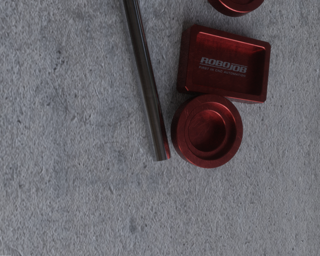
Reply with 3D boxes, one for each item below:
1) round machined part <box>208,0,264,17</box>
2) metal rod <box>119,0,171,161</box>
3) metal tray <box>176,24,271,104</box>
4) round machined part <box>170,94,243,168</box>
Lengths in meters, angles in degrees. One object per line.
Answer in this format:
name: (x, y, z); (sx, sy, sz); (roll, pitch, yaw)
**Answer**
round machined part: (0.101, -0.206, 0.438); (0.099, 0.042, 0.097); (0, 90, -21)
metal rod: (-0.028, -0.104, 0.399); (0.025, 0.025, 0.298); (-14, 95, -20)
metal tray: (0.093, -0.087, 0.441); (0.131, 0.030, 0.089); (6, 88, -20)
round machined part: (0.060, 0.003, 0.422); (0.099, 0.042, 0.097); (-1, 92, -20)
